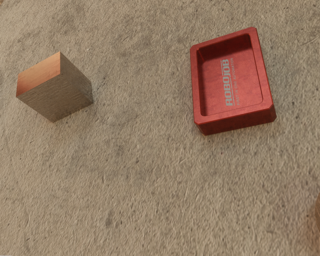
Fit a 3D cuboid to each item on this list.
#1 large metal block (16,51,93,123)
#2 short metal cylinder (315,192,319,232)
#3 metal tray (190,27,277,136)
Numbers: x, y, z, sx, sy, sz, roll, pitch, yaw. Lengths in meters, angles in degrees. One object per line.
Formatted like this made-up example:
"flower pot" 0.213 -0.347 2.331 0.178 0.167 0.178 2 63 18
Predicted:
"large metal block" -0.165 -0.062 0.494 0.080 0.080 0.050 -24 53 14
"short metal cylinder" 0.171 0.072 0.237 0.080 0.050 0.080 -33 38 30
"metal tray" 0.088 -0.061 0.391 0.090 0.030 0.130 -13 56 21
